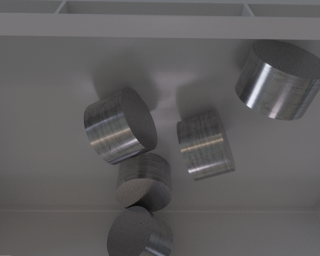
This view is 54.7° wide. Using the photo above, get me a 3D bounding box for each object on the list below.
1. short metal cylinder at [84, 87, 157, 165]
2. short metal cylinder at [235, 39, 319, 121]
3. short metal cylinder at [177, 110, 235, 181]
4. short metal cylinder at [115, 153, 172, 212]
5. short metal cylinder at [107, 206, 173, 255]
[{"bbox_3d":[-0.045,-0.002,0.371,0.050,0.080,0.080,-23,126,18],"label":"short metal cylinder"},{"bbox_3d":[0.127,-0.053,0.329,0.081,0.080,0.050,9,130,-8],"label":"short metal cylinder"},{"bbox_3d":[0.059,0.022,0.392,0.050,0.080,0.080,-18,128,14],"label":"short metal cylinder"},{"bbox_3d":[-0.023,0.082,0.462,0.081,0.050,0.079,0,130,0],"label":"short metal cylinder"},{"bbox_3d":[-0.029,0.160,0.444,0.080,0.080,0.050,-28,130,22],"label":"short metal cylinder"}]
